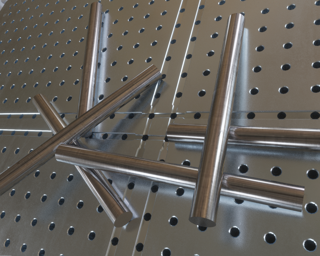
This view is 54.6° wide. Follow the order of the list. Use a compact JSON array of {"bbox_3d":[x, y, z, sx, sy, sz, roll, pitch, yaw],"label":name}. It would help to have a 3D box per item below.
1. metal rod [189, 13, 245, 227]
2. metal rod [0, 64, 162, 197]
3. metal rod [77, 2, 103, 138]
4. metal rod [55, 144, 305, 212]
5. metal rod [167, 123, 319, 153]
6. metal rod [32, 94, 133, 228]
[{"bbox_3d":[0.074,-0.035,0.364,0.025,0.025,0.300,-3,52,27],"label":"metal rod"},{"bbox_3d":[-0.122,0.005,0.440,0.301,0.025,0.025,-37,50,-9],"label":"metal rod"},{"bbox_3d":[-0.121,-0.118,0.545,0.025,0.025,0.300,-16,55,19],"label":"metal rod"},{"bbox_3d":[0.001,0.051,0.359,0.300,0.025,0.025,7,65,25],"label":"metal rod"},{"bbox_3d":[0.146,0.012,0.324,0.300,0.025,0.025,3,63,29],"label":"metal rod"},{"bbox_3d":[-0.129,0.029,0.459,0.025,0.025,0.300,-45,51,-3],"label":"metal rod"}]
